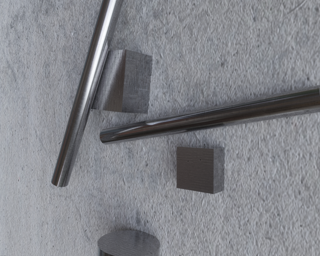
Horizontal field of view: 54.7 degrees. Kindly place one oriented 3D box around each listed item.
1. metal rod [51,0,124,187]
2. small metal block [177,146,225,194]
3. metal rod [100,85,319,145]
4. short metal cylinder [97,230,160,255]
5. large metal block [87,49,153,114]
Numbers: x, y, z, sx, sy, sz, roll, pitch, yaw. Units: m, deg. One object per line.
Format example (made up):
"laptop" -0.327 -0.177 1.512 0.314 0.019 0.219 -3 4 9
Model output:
"metal rod" -0.098 -0.053 0.418 0.025 0.025 0.298 32 110 35
"small metal block" 0.047 0.047 0.364 0.050 0.025 0.050 1 91 39
"metal rod" 0.034 -0.007 0.375 0.300 0.025 0.025 -10 84 39
"short metal cylinder" -0.041 0.173 0.401 0.080 0.081 0.050 6 94 39
"large metal block" -0.060 -0.064 0.436 0.080 0.050 0.079 8 95 39
